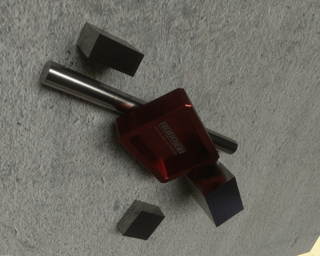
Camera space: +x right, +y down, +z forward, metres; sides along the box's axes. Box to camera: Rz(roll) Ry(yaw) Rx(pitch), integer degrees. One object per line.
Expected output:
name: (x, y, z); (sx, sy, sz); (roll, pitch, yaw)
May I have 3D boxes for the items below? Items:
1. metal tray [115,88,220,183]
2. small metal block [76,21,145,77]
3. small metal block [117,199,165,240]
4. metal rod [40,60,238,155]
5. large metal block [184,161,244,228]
metal tray: (0.014, 0.016, 0.394); (0.090, 0.030, 0.130); (-26, 139, 10)
small metal block: (-0.051, -0.080, 0.314); (0.050, 0.050, 0.025); (18, 109, -36)
small metal block: (-0.029, 0.144, 0.482); (0.050, 0.025, 0.050); (28, 103, -38)
metal rod: (-0.001, -0.013, 0.399); (0.302, 0.025, 0.025); (21, 107, -36)
large metal block: (0.076, 0.088, 0.469); (0.050, 0.080, 0.080); (-31, 129, -9)
